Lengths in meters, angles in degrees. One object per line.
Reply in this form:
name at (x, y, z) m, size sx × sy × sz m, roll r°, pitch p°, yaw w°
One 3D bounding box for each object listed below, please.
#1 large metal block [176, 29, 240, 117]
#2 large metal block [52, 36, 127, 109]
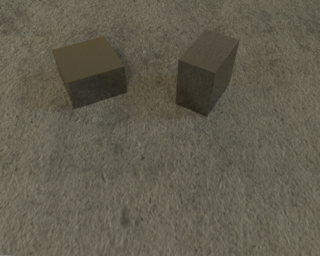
large metal block at (0.065, -0.077, 0.433) m, size 0.050 × 0.080 × 0.080 m, roll 25°, pitch 54°, yaw 19°
large metal block at (-0.103, -0.083, 0.456) m, size 0.081 × 0.050 × 0.080 m, roll -20°, pitch 53°, yaw -17°
